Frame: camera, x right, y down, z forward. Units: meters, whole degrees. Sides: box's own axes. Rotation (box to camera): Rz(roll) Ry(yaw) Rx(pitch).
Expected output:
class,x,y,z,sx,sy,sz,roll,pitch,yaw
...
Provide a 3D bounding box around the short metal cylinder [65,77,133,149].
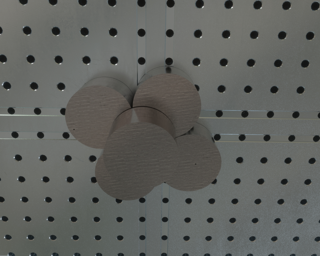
class,x,y,z,sx,sy,sz,roll,pitch,yaw
short metal cylinder,-0.072,-0.020,0.391,0.081,0.050,0.079,0,110,-1

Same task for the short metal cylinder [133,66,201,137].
class,x,y,z,sx,sy,sz,roll,pitch,yaw
short metal cylinder,0.008,-0.033,0.387,0.081,0.050,0.079,0,110,-1

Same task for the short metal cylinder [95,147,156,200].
class,x,y,z,sx,sy,sz,roll,pitch,yaw
short metal cylinder,-0.042,0.049,0.417,0.081,0.050,0.079,0,110,-1

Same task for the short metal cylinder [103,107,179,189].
class,x,y,z,sx,sy,sz,roll,pitch,yaw
short metal cylinder,-0.020,0.022,0.352,0.081,0.050,0.079,-1,112,-1

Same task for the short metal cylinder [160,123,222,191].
class,x,y,z,sx,sy,sz,roll,pitch,yaw
short metal cylinder,0.037,0.037,0.413,0.081,0.050,0.079,0,110,-1
